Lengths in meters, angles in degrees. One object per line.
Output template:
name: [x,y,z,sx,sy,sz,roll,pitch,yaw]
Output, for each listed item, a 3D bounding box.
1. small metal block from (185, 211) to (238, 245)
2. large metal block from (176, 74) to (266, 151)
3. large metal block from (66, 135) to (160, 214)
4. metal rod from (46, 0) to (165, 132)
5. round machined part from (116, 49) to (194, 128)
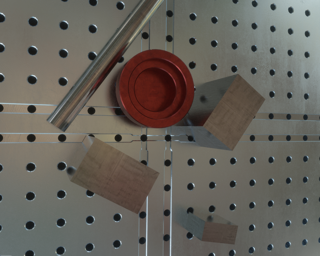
small metal block: [0.070,0.136,0.425,0.050,0.050,0.025,13,86,-20]
large metal block: [0.078,-0.019,0.412,0.050,0.080,0.080,39,78,-16]
large metal block: [-0.058,0.051,0.362,0.080,0.080,0.050,32,80,-18]
metal rod: [-0.041,-0.123,0.397,0.025,0.025,0.300,38,78,-16]
round machined part: [-0.009,-0.049,0.400,0.099,0.042,0.097,0,90,-20]
